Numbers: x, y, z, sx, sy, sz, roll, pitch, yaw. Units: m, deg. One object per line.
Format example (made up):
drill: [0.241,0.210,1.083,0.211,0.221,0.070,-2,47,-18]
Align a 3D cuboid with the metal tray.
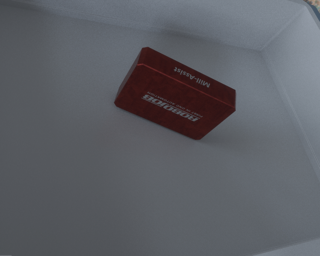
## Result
metal tray: [0.018,-0.038,0.394,0.131,0.090,0.030,23,53,-16]
